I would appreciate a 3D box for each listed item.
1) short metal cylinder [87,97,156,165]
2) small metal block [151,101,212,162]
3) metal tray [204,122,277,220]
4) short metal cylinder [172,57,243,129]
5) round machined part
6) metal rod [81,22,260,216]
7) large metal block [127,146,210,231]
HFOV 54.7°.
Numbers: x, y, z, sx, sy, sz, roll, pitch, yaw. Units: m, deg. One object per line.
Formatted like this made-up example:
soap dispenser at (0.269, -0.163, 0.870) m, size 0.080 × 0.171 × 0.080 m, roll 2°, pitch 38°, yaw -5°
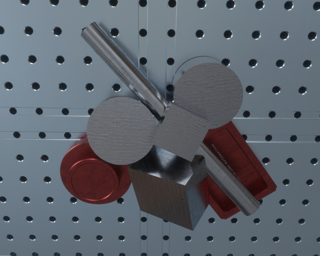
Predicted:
short metal cylinder at (-0.048, 0.002, 0.385) m, size 0.081 × 0.050 × 0.079 m, roll -1°, pitch 94°, yaw -8°
small metal block at (0.023, 0.003, 0.354) m, size 0.050 × 0.025 × 0.050 m, roll 25°, pitch 100°, yaw -9°
metal tray at (0.088, 0.055, 0.427) m, size 0.090 × 0.030 × 0.130 m, roll -35°, pitch 107°, yaw 11°
short metal cylinder at (0.056, -0.044, 0.381) m, size 0.081 × 0.050 × 0.079 m, roll 0°, pitch 110°, yaw 0°
round machined part at (-0.087, 0.064, 0.422) m, size 0.099 × 0.042 × 0.097 m, roll 0°, pitch 110°, yaw 0°
metal rod at (0.017, -0.007, 0.381) m, size 0.025 × 0.025 × 0.300 m, roll -41°, pitch 96°, yaw 13°
large metal block at (0.013, 0.073, 0.395) m, size 0.080 × 0.050 × 0.080 m, roll 12°, pitch 131°, yaw 31°
